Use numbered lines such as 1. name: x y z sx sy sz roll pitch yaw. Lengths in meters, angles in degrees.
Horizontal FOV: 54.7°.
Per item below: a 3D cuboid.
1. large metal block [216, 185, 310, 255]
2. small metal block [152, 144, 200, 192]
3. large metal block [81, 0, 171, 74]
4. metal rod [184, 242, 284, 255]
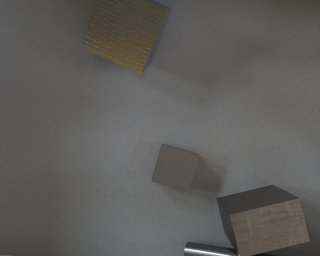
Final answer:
1. large metal block: 0.123 0.112 0.386 0.080 0.080 0.050 -13 90 0
2. small metal block: 0.020 0.052 0.412 0.050 0.025 0.050 16 90 -1
3. large metal block: -0.041 -0.124 0.384 0.080 0.050 0.079 24 115 -1
4. metal rod: 0.172 0.162 0.347 0.300 0.025 0.025 -2 90 27
